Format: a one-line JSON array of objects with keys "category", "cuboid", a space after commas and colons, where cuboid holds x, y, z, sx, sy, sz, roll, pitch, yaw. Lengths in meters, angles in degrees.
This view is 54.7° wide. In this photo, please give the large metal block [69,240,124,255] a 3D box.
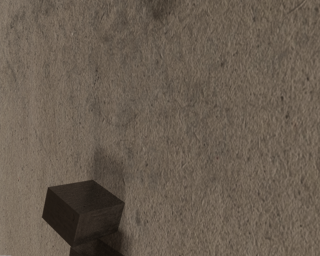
[{"category": "large metal block", "cuboid": [-0.094, 0.225, 0.464, 0.080, 0.050, 0.079, 14, 99, 38]}]

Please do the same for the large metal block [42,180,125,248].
[{"category": "large metal block", "cuboid": [-0.114, 0.122, 0.460, 0.080, 0.081, 0.050, 24, 105, 37]}]
